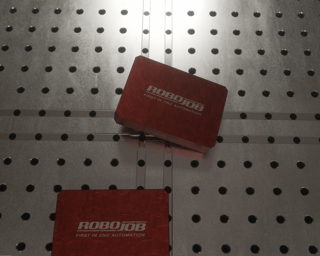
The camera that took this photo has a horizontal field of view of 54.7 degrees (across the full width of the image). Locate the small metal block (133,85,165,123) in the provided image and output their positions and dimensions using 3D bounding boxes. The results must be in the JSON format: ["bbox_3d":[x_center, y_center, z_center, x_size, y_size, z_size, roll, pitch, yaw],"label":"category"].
[{"bbox_3d":[-0.010,-0.030,0.423,0.050,0.025,0.050,-3,70,-2],"label":"small metal block"}]

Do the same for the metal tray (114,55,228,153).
[{"bbox_3d":[0.016,-0.031,0.407,0.131,0.030,0.090,19,71,-6],"label":"metal tray"}]

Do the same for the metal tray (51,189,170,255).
[{"bbox_3d":[-0.055,0.120,0.365,0.131,0.030,0.090,0,70,-1],"label":"metal tray"}]
